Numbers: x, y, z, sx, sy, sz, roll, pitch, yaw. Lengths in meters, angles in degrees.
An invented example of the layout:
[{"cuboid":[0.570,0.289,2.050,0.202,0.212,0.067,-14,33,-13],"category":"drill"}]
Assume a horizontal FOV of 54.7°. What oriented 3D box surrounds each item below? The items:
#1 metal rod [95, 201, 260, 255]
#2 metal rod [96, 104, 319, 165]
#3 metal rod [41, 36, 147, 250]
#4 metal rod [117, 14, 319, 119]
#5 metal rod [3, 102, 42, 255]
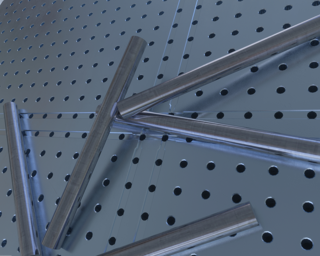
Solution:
[{"cuboid":[-0.041,0.143,0.340,0.301,0.025,0.025,-24,53,13],"category":"metal rod"},{"cuboid":[0.037,0.000,0.387,0.300,0.025,0.025,11,67,32],"category":"metal rod"},{"cuboid":[-0.083,0.011,0.417,0.025,0.025,0.299,14,76,33],"category":"metal rod"},{"cuboid":[0.086,-0.080,0.394,0.301,0.025,0.025,-23,53,7],"category":"metal rod"},{"cuboid":[-0.219,0.063,0.481,0.025,0.025,0.300,-34,52,5],"category":"metal rod"}]
